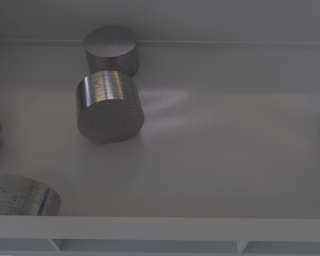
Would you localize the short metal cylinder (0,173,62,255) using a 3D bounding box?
[{"bbox_3d":[-0.142,0.086,0.296,0.080,0.080,0.050,4,50,3],"label":"short metal cylinder"}]

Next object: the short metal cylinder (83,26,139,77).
[{"bbox_3d":[-0.075,-0.116,0.485,0.080,0.050,0.080,0,50,0],"label":"short metal cylinder"}]

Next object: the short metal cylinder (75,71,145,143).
[{"bbox_3d":[-0.064,-0.025,0.390,0.081,0.080,0.050,-10,51,-8],"label":"short metal cylinder"}]

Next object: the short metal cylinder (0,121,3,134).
[{"bbox_3d":[-0.241,-0.002,0.370,0.080,0.080,0.050,17,52,14],"label":"short metal cylinder"}]
